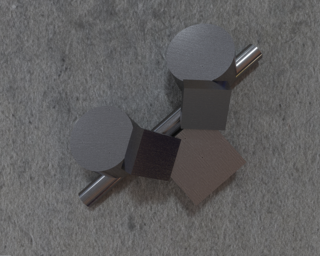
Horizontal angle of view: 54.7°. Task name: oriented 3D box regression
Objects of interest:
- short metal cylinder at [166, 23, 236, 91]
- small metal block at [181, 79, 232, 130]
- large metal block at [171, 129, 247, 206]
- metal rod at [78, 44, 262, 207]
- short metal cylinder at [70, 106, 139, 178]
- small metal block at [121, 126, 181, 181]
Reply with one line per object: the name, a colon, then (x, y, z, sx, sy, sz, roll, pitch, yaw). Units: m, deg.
short metal cylinder: (0.053, -0.081, 0.384, 0.080, 0.050, 0.080, -5, 71, 14)
small metal block: (0.050, -0.026, 0.349, 0.050, 0.025, 0.050, 2, 121, -1)
large metal block: (0.048, 0.037, 0.398, 0.080, 0.050, 0.080, -41, 91, 0)
metal rod: (0.014, -0.003, 0.411, 0.300, 0.025, 0.025, -41, 91, -1)
short metal cylinder: (-0.062, 0.018, 0.384, 0.080, 0.050, 0.080, -5, 71, 14)
small metal block: (-0.010, 0.029, 0.349, 0.050, 0.025, 0.050, 16, 90, -33)
